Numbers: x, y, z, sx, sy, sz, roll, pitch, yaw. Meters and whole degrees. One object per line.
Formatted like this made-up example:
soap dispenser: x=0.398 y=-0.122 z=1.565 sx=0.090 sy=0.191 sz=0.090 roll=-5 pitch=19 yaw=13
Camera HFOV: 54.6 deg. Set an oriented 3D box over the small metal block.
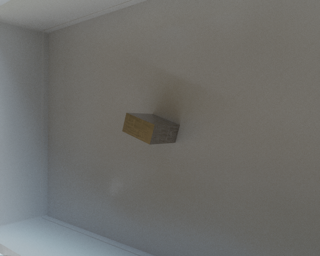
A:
small metal block: x=-0.011 y=0.000 z=0.401 sx=0.050 sy=0.050 sz=0.025 roll=23 pitch=105 yaw=38
